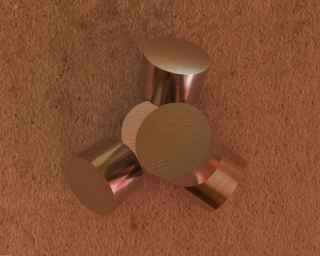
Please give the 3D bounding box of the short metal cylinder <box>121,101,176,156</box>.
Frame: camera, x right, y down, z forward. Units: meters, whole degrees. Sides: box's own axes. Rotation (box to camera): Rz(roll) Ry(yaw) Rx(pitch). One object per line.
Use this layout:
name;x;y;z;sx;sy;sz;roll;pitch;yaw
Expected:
short metal cylinder;-0.006;0.006;0.398;0.081;0.050;0.080;0;90;-1

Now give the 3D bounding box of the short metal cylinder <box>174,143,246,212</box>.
short metal cylinder;0.061;0.056;0.384;0.050;0.080;0.080;35;90;0

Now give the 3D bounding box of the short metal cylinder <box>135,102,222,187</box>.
short metal cylinder;0.021;0.019;0.332;0.080;0.050;0.080;-8;67;21

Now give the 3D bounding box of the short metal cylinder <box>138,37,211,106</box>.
short metal cylinder;0.016;-0.068;0.377;0.080;0.080;0.050;14;133;0

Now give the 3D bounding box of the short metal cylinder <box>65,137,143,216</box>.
short metal cylinder;-0.068;0.058;0.377;0.080;0.050;0.079;19;125;29
